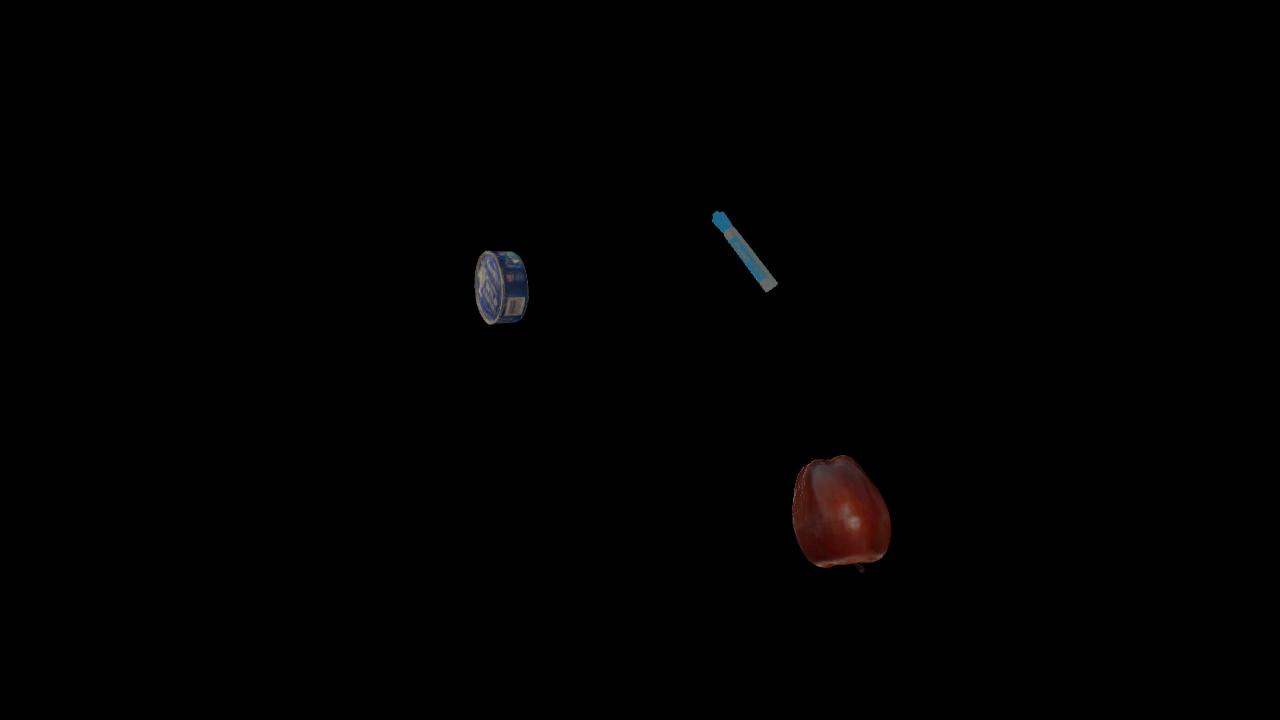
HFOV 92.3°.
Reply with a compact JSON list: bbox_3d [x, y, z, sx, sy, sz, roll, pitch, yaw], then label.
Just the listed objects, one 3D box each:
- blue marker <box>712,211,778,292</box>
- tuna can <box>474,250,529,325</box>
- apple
[{"bbox_3d":[0.130,-0.138,0.773,0.020,0.121,0.020,-34,-8,-5],"label":"blue marker"},{"bbox_3d":[-0.160,-0.084,0.709,0.034,0.084,0.084,-6,4,-34],"label":"tuna can"},{"bbox_3d":[0.167,0.128,0.508,0.079,0.093,0.079,-9,-19,-3],"label":"apple"}]
